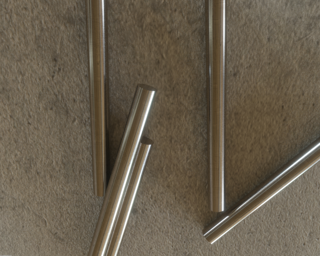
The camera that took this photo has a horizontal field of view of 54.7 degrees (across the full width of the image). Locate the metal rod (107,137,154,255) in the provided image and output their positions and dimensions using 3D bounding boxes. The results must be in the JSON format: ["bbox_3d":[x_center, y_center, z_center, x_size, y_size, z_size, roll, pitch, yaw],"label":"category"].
[{"bbox_3d":[-0.063,0.151,0.464,0.025,0.025,0.298,16,109,-6],"label":"metal rod"}]

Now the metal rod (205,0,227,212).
[{"bbox_3d":[0.073,-0.024,0.402,0.025,0.025,0.298,-4,110,1],"label":"metal rod"}]

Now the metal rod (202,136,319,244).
[{"bbox_3d":[0.179,0.066,0.436,0.299,0.025,0.025,-43,105,14],"label":"metal rod"}]

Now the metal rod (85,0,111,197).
[{"bbox_3d":[-0.077,-0.049,0.390,0.025,0.025,0.298,2,110,-1],"label":"metal rod"}]

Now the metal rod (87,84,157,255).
[{"bbox_3d":[-0.060,0.084,0.420,0.025,0.025,0.298,16,110,-6],"label":"metal rod"}]
